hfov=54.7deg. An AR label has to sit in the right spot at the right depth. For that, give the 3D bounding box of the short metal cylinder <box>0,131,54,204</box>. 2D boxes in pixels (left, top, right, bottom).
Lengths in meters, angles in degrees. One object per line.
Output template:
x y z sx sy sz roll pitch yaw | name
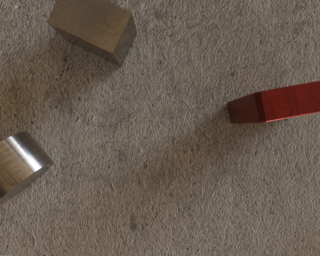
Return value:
-0.180 0.049 0.381 0.080 0.080 0.050 -40 90 0 | short metal cylinder

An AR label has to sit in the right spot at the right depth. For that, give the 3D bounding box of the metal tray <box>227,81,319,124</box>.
0.138 -0.028 0.359 0.091 0.130 0.030 -10 90 0 | metal tray

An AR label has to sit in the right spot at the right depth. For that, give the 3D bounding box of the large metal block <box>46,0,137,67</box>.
-0.078 -0.122 0.382 0.080 0.080 0.050 25 90 0 | large metal block
